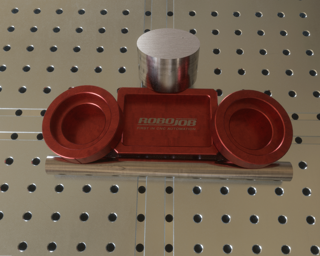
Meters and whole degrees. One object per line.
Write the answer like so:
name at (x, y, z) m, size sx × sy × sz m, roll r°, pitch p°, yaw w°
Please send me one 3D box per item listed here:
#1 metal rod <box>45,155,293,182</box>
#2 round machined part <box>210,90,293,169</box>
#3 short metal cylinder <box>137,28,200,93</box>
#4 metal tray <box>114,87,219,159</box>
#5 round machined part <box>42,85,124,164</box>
metal rod at (0.011, 0.050, 0.389) m, size 0.302 × 0.025 × 0.025 m, roll 2°, pitch 70°, yaw 0°
round machined part at (0.111, 0.004, 0.393) m, size 0.099 × 0.042 × 0.098 m, roll 3°, pitch 68°, yaw -7°
short metal cylinder at (0.011, -0.091, 0.412) m, size 0.081 × 0.050 × 0.080 m, roll 0°, pitch 44°, yaw 0°
metal tray at (0.009, -0.006, 0.407) m, size 0.131 × 0.030 × 0.090 m, roll 1°, pitch 71°, yaw 0°
round machined part at (-0.093, -0.002, 0.393) m, size 0.099 × 0.042 × 0.098 m, roll -3°, pitch 67°, yaw 7°
